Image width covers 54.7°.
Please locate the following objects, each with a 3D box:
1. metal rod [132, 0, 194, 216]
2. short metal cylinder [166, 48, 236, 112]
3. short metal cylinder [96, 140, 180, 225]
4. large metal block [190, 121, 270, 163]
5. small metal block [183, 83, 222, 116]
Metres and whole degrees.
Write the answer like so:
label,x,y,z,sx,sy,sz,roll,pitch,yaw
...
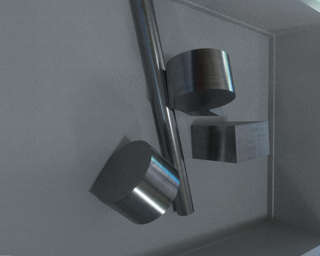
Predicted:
label,x,y,z,sx,sy,sz,roll,pitch,yaw
metal rod,0.006,-0.025,0.413,0.025,0.025,0.298,-20,103,-39
short metal cylinder,0.049,-0.056,0.384,0.081,0.080,0.050,7,71,-40
short metal cylinder,-0.025,0.061,0.352,0.050,0.080,0.080,45,63,-31
large metal block,0.104,0.018,0.461,0.081,0.080,0.050,-7,95,-40
small metal block,0.062,-0.044,0.444,0.025,0.050,0.050,20,77,-43
